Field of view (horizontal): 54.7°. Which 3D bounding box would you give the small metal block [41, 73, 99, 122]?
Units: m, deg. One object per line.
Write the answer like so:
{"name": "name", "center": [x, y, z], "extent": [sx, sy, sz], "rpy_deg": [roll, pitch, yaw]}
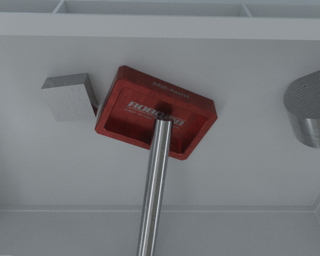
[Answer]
{"name": "small metal block", "center": [-0.107, -0.036, 0.377], "extent": [0.050, 0.025, 0.050], "rpy_deg": [-6, 130, 5]}

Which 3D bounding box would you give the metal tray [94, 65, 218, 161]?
{"name": "metal tray", "center": [-0.006, -0.014, 0.393], "extent": [0.131, 0.030, 0.089], "rpy_deg": [19, 127, -16]}

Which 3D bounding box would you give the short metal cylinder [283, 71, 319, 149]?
{"name": "short metal cylinder", "center": [0.190, -0.022, 0.357], "extent": [0.080, 0.080, 0.050], "rpy_deg": [-22, 127, 17]}

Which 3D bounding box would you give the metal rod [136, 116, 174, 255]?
{"name": "metal rod", "center": [-0.014, 0.132, 0.419], "extent": [0.025, 0.025, 0.298], "rpy_deg": [6, 103, -6]}
